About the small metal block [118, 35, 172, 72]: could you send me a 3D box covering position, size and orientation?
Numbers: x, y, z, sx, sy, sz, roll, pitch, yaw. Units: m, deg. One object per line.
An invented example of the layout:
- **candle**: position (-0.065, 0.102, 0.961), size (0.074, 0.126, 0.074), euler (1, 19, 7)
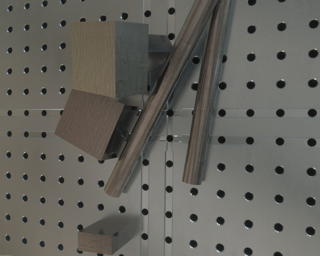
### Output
- **small metal block**: position (-0.018, -0.094, 0.397), size (0.050, 0.050, 0.025), euler (-33, 78, 41)

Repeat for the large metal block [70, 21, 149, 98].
- **large metal block**: position (-0.061, -0.083, 0.369), size (0.080, 0.050, 0.079), euler (15, 110, 39)

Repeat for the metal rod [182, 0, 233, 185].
- **metal rod**: position (0.064, -0.077, 0.389), size (0.025, 0.025, 0.298), euler (10, 93, 19)

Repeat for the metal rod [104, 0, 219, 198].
- **metal rod**: position (-0.002, -0.039, 0.400), size (0.025, 0.025, 0.298), euler (31, 105, 17)

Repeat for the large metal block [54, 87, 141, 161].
- **large metal block**: position (-0.086, -0.011, 0.430), size (0.080, 0.050, 0.080), euler (27, 99, 18)

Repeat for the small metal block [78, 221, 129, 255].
- **small metal block**: position (-0.077, 0.150, 0.426), size (0.050, 0.050, 0.025), euler (-1, 90, 20)
